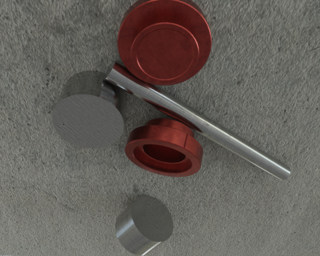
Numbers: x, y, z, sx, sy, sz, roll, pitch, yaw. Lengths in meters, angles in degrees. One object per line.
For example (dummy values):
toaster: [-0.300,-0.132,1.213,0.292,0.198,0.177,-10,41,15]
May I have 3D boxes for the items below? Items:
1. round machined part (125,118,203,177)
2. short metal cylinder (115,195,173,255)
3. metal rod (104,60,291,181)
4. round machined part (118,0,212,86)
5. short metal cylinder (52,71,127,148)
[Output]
round machined part: [0.008,0.023,0.402,0.098,0.042,0.098,11,149,7]
short metal cylinder: [-0.025,0.158,0.506,0.080,0.080,0.050,27,125,-22]
metal rod: [0.065,0.001,0.408,0.301,0.025,0.025,29,124,-23]
round machined part: [0.005,-0.085,0.324,0.099,0.042,0.097,-1,130,0]
short metal cylinder: [-0.082,-0.021,0.371,0.081,0.050,0.079,0,130,0]
